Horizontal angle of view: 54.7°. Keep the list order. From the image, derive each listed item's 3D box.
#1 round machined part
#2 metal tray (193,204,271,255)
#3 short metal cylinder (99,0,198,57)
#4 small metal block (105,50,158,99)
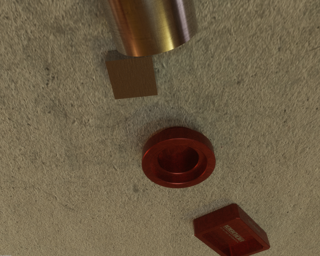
[{"bbox_3d":[0.025,0.036,0.427,0.099,0.042,0.097,-1,130,0],"label":"round machined part"},{"bbox_3d":[0.133,0.197,0.574,0.090,0.030,0.130,-30,124,23],"label":"metal tray"},{"bbox_3d":[-0.010,-0.107,0.280,0.080,0.080,0.050,-11,129,8],"label":"short metal cylinder"},{"bbox_3d":[-0.031,-0.063,0.354,0.050,0.025,0.050,-6,130,4],"label":"small metal block"}]
